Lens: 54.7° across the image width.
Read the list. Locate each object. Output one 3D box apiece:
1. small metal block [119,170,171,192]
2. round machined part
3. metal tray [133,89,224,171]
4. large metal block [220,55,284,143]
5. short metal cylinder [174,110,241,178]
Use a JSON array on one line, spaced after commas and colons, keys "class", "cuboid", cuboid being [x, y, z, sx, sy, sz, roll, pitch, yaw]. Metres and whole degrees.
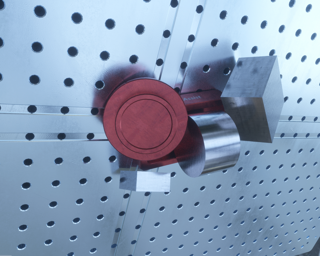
[{"class": "small metal block", "cuboid": [-0.021, 0.072, 0.421, 0.050, 0.050, 0.025, 8, 80, -31]}, {"class": "round machined part", "cuboid": [-0.016, -0.008, 0.357, 0.099, 0.042, 0.097, -1, 103, -5]}, {"class": "metal tray", "cuboid": [0.030, 0.001, 0.422, 0.131, 0.030, 0.089, -11, 123, -23]}, {"class": "large metal block", "cuboid": [0.126, -0.038, 0.410, 0.080, 0.050, 0.080, -60, 139, -33]}, {"class": "short metal cylinder", "cuboid": [0.057, 0.019, 0.398, 0.050, 0.080, 0.079, -9, 123, -25]}]
